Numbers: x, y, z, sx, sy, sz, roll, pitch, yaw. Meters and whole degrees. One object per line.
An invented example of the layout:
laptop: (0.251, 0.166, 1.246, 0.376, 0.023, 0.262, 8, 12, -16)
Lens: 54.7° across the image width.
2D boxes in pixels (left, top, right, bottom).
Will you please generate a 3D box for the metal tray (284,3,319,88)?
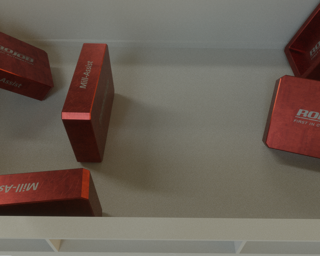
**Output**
metal tray: (0.243, -0.134, 0.451, 0.030, 0.129, 0.090, 12, 49, -15)

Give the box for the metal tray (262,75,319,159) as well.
metal tray: (0.201, -0.008, 0.375, 0.131, 0.030, 0.089, 12, 95, 9)

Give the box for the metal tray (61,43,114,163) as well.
metal tray: (-0.084, -0.033, 0.389, 0.030, 0.089, 0.130, 1, 50, 1)

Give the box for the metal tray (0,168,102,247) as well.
metal tray: (-0.127, 0.079, 0.294, 0.131, 0.089, 0.030, -5, 51, -4)

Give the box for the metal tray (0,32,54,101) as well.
metal tray: (-0.219, -0.095, 0.427, 0.131, 0.030, 0.090, 19, 35, -43)
